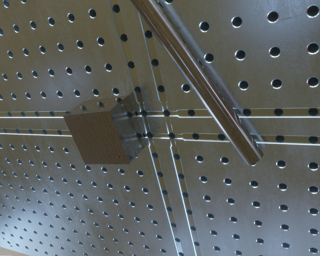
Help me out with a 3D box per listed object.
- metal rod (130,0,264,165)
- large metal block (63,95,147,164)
[{"bbox_3d":[0.025,-0.081,0.347,0.025,0.025,0.299,-29,103,37],"label":"metal rod"},{"bbox_3d":[-0.076,0.004,0.438,0.080,0.050,0.080,-4,117,30],"label":"large metal block"}]
